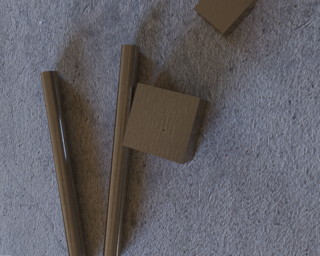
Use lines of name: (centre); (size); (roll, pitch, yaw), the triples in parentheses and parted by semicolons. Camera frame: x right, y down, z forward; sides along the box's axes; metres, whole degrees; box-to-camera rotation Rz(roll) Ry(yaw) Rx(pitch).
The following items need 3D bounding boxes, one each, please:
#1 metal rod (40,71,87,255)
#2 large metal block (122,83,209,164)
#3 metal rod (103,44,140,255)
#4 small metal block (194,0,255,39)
metal rod: (-0.141, 0.064, 0.456); (0.025, 0.025, 0.298); (-11, 86, 19)
large metal block: (0.008, -0.007, 0.392); (0.080, 0.050, 0.079); (16, 95, 19)
metal rod: (-0.054, 0.038, 0.426); (0.025, 0.025, 0.298); (6, 92, 19)
small metal block: (0.079, -0.148, 0.381); (0.050, 0.025, 0.050); (46, 104, 14)
